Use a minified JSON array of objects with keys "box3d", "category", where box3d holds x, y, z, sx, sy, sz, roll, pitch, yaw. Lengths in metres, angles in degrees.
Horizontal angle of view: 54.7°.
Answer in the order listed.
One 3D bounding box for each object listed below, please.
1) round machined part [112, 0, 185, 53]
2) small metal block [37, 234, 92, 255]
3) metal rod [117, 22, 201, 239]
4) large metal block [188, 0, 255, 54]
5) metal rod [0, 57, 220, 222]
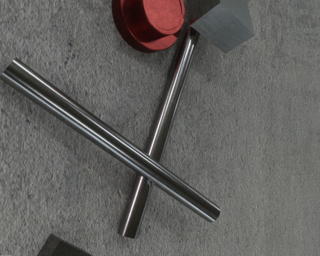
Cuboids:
[{"box3d":[-0.007,-0.147,0.389,0.099,0.042,0.097,0,90,-40],"category":"round machined part"},{"box3d":[-0.103,0.146,0.320,0.050,0.025,0.050,44,64,-32],"category":"small metal block"},{"box3d":[0.005,-0.008,0.410,0.025,0.025,0.299,29,72,-37],"category":"metal rod"},{"box3d":[0.086,-0.168,0.445,0.080,0.050,0.080,25,51,-38],"category":"large metal block"},{"box3d":[-0.035,0.029,0.351,0.301,0.025,0.025,39,66,-25],"category":"metal rod"}]
